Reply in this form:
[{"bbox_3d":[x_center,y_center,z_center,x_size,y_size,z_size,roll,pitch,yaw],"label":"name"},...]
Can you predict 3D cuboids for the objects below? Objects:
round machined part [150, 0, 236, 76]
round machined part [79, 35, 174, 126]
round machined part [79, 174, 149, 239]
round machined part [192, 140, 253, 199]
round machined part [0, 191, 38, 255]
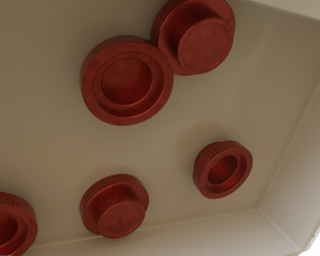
[{"bbox_3d":[0.042,-0.100,0.349,0.099,0.042,0.097,-16,136,-15],"label":"round machined part"},{"bbox_3d":[-0.038,-0.054,0.340,0.099,0.042,0.097,-11,126,-16],"label":"round machined part"},{"bbox_3d":[-0.060,0.117,0.439,0.099,0.042,0.097,-14,125,-21],"label":"round machined part"},{"bbox_3d":[0.094,0.061,0.489,0.099,0.042,0.097,-14,125,-21],"label":"round machined part"},{"bbox_3d":[-0.197,0.113,0.360,0.099,0.042,0.097,-14,125,-21],"label":"round machined part"}]
